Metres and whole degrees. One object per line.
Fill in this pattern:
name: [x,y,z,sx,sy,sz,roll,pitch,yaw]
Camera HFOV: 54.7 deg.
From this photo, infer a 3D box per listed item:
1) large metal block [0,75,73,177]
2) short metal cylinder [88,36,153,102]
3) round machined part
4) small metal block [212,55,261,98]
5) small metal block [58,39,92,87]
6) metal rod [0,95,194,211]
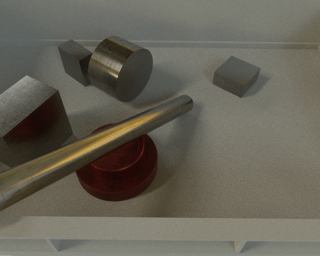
large metal block: [-0.158,-0.001,0.368,0.050,0.080,0.080,25,54,19]
short metal cylinder: [-0.054,-0.083,0.438,0.050,0.080,0.080,30,56,22]
round machined part: [-0.052,0.033,0.366,0.099,0.042,0.098,0,50,0]
small metal block: [0.117,-0.079,0.473,0.050,0.025,0.050,31,56,23]
small metal block: [-0.124,-0.098,0.470,0.050,0.050,0.025,35,58,25]
metal rod: [-0.046,0.009,0.318,0.025,0.025,0.302,30,31,22]
